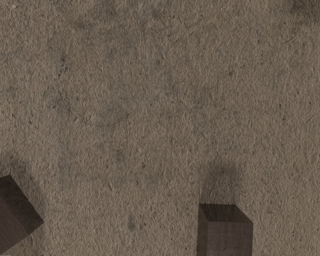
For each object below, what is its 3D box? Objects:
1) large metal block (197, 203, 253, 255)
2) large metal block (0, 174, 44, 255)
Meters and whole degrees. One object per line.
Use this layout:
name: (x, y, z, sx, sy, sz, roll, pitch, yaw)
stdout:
large metal block: (0.077, 0.144, 0.384, 0.050, 0.080, 0.079, 2, 90, 0)
large metal block: (-0.213, 0.118, 0.395, 0.080, 0.050, 0.080, -35, 90, 0)
